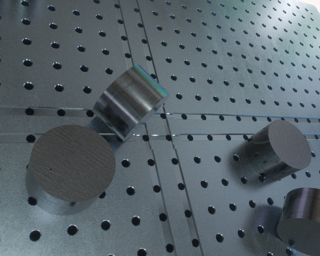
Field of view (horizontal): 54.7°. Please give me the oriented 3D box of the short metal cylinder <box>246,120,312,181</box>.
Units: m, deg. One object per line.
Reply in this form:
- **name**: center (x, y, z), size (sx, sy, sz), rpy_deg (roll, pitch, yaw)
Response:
- **short metal cylinder**: center (0.180, 0.034, 0.471), size (0.081, 0.050, 0.080), rpy_deg (14, 56, -21)

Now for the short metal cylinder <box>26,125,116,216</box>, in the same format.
- **short metal cylinder**: center (-0.092, 0.043, 0.317), size (0.081, 0.050, 0.080), rpy_deg (14, 56, -21)

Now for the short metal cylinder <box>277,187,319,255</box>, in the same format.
- **short metal cylinder**: center (0.201, 0.125, 0.408), size (0.080, 0.080, 0.050), rpy_deg (39, 51, -3)

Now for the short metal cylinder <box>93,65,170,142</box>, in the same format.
- **short metal cylinder**: center (-0.034, -0.029, 0.374), size (0.050, 0.080, 0.080), rpy_deg (44, 51, 2)
